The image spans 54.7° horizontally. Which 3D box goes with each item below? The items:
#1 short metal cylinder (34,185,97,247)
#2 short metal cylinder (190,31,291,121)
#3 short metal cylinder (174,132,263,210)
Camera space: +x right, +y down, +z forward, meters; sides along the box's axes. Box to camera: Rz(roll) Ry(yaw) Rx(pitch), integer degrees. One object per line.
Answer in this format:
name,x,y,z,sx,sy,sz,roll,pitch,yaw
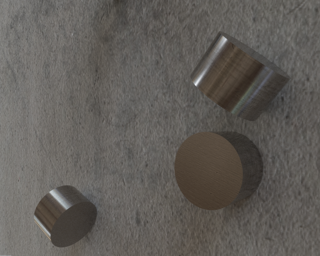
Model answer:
short metal cylinder,-0.148,0.138,0.488,0.050,0.081,0.079,29,108,36
short metal cylinder,0.077,-0.051,0.304,0.080,0.081,0.050,48,118,29
short metal cylinder,0.063,0.044,0.335,0.080,0.050,0.079,0,90,39
